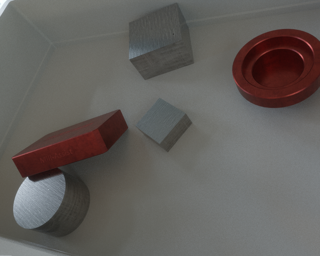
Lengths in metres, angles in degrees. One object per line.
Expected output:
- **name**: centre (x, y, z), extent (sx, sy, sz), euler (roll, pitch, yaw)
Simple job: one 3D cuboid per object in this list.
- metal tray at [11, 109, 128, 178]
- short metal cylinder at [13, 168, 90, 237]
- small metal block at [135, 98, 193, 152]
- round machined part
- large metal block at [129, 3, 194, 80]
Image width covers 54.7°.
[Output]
- **metal tray**: centre (-0.118, 0.019, 0.418), extent (0.130, 0.030, 0.090), euler (-17, 15, 17)
- **short metal cylinder**: centre (-0.139, 0.095, 0.402), extent (0.080, 0.050, 0.080), euler (-13, 56, 20)
- **small metal block**: centre (0.005, -0.005, 0.405), extent (0.050, 0.025, 0.050), euler (35, 81, 38)
- **round machined part**: centre (0.138, -0.064, 0.361), extent (0.098, 0.042, 0.098), euler (-13, 56, 20)
- **large metal block**: centre (0.001, -0.129, 0.467), extent (0.080, 0.050, 0.080), euler (-16, 55, 18)
